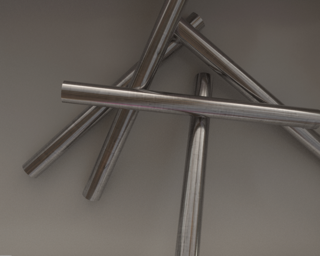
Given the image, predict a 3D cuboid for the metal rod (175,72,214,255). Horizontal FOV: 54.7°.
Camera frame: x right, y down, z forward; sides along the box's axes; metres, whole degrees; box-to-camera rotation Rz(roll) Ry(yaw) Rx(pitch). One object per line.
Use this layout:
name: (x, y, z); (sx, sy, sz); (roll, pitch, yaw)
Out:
metal rod: (0.038, 0.066, 0.348); (0.025, 0.025, 0.299); (9, 64, 0)

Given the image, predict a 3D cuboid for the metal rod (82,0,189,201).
metal rod: (-0.029, -0.042, 0.379); (0.025, 0.025, 0.298); (25, 102, 0)

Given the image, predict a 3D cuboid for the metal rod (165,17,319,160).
metal rod: (0.129, -0.040, 0.398); (0.300, 0.025, 0.025); (39, 90, -6)

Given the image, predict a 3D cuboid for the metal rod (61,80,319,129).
metal rod: (0.042, -0.026, 0.363); (0.302, 0.025, 0.025); (6, 90, -6)

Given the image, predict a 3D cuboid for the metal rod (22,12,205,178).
metal rod: (-0.060, -0.043, 0.410); (0.300, 0.025, 0.025); (-42, 90, 0)
